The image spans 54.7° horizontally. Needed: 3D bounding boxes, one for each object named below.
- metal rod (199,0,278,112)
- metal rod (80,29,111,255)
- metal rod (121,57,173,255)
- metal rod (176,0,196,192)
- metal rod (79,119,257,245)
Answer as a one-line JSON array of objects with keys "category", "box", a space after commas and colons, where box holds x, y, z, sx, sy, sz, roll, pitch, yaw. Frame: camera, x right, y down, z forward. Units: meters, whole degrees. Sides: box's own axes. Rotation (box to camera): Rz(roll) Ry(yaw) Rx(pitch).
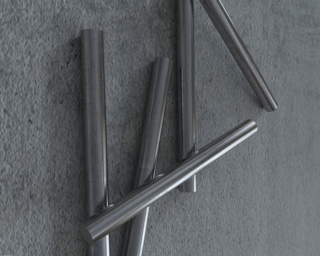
[{"category": "metal rod", "box": [0.123, -0.125, 0.488, 0.300, 0.025, 0.025, 45, 63, -37]}, {"category": "metal rod", "box": [-0.071, 0.043, 0.345, 0.025, 0.025, 0.298, -3, 92, -40]}, {"category": "metal rod", "box": [-0.019, 0.057, 0.388, 0.025, 0.025, 0.299, 15, 80, -39]}, {"category": "metal rod", "box": [0.037, -0.061, 0.434, 0.025, 0.025, 0.298, -2, 91, -40]}, {"category": "metal rod", "box": [0.035, 0.052, 0.399, 0.302, 0.025, 0.025, -26, 107, -37]}]
